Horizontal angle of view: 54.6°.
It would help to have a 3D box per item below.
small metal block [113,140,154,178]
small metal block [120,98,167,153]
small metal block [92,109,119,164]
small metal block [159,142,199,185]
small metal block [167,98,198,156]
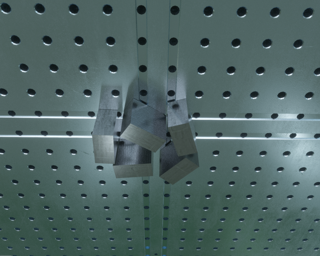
[{"bbox_3d":[-0.035,0.041,0.429,0.050,0.050,0.025,-4,130,3],"label":"small metal block"},{"bbox_3d":[-0.020,-0.004,0.392,0.050,0.050,0.025,27,126,-21],"label":"small metal block"},{"bbox_3d":[-0.070,0.011,0.404,0.025,0.050,0.050,3,131,-2],"label":"small metal block"},{"bbox_3d":[0.026,0.042,0.430,0.025,0.050,0.050,35,122,-25],"label":"small metal block"},{"bbox_3d":[0.028,-0.001,0.394,0.025,0.050,0.050,-13,128,10],"label":"small metal block"}]
